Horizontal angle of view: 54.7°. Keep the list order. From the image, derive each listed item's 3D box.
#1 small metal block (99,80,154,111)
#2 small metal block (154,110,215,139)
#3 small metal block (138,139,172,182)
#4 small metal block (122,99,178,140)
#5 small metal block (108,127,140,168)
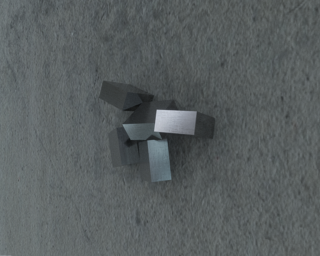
[{"bbox_3d":[-0.046,-0.043,0.424,0.050,0.050,0.025,28,108,36],"label":"small metal block"},{"bbox_3d":[0.029,-0.004,0.358,0.050,0.050,0.025,4,86,32],"label":"small metal block"},{"bbox_3d":[-0.008,0.041,0.395,0.050,0.025,0.050,161,104,-71],"label":"small metal block"},{"bbox_3d":[-0.010,-0.010,0.390,0.050,0.050,0.025,-2,126,36],"label":"small metal block"},{"bbox_3d":[-0.051,0.027,0.432,0.050,0.025,0.050,155,108,-65],"label":"small metal block"}]
